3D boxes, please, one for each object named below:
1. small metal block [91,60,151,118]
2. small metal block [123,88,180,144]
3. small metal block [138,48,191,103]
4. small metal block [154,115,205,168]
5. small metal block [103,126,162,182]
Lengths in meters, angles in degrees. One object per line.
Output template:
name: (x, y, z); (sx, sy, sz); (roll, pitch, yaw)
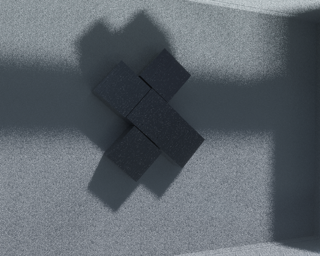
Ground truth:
small metal block: (-0.049, -0.048, 0.390); (0.050, 0.025, 0.050); (43, 76, -15)
small metal block: (-0.012, -0.015, 0.403); (0.050, 0.025, 0.050); (43, 76, -15)
small metal block: (0.004, -0.067, 0.409); (0.050, 0.025, 0.050); (43, 75, -15)
small metal block: (0.023, 0.018, 0.416); (0.050, 0.025, 0.050); (43, 76, -15)
small metal block: (-0.035, 0.032, 0.396); (0.050, 0.025, 0.050); (45, 77, -15)
